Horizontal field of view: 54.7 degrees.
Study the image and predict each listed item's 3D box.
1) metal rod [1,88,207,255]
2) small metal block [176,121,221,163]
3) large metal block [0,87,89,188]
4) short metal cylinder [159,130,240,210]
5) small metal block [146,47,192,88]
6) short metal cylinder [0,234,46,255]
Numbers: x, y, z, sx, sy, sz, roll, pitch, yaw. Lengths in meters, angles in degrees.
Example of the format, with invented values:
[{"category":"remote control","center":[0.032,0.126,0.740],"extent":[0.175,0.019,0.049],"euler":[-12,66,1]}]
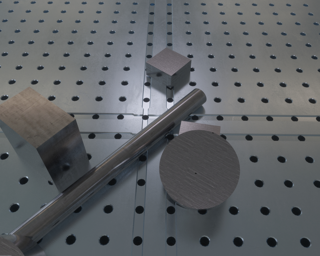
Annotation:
[{"category":"metal rod","center":[-0.047,0.037,0.375],"extent":[0.025,0.025,0.302],"euler":[36,58,26]},{"category":"small metal block","center":[0.048,0.021,0.390],"extent":[0.050,0.025,0.050],"euler":[8,50,7]},{"category":"large metal block","center":[-0.136,0.011,0.361],"extent":[0.080,0.080,0.050],"euler":[32,57,24]},{"category":"short metal cylinder","center":[0.041,0.047,0.334],"extent":[0.080,0.050,0.080],"euler":[-1,73,4]},{"category":"small metal block","center":[0.014,-0.096,0.488],"extent":[0.050,0.025,0.050],"euler":[33,57,24]},{"category":"short metal cylinder","center":[-0.142,0.132,0.262],"extent":[0.081,0.050,0.080],"euler":[1,71,-3]}]
